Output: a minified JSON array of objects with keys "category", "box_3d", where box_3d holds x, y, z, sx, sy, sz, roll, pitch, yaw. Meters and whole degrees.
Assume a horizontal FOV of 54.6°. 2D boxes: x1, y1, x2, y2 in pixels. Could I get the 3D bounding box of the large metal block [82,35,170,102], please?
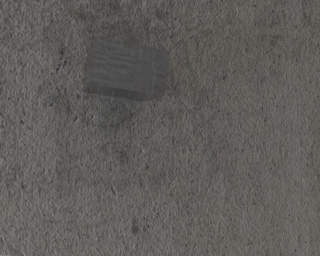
[{"category":"large metal block","box_3d":[-0.043,-0.065,0.364,0.081,0.080,0.050,7,88,-20]}]
